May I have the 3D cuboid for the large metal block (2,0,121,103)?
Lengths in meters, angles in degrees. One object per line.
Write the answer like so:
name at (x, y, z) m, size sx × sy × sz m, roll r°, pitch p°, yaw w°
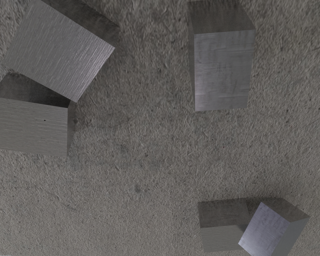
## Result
large metal block at (-0.098, -0.086, 0.317) m, size 0.080 × 0.050 × 0.080 m, roll 30°, pitch 124°, yaw -23°

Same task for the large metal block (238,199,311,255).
large metal block at (0.182, 0.163, 0.492) m, size 0.081 × 0.050 × 0.080 m, roll 8°, pitch 110°, yaw -45°

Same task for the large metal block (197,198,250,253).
large metal block at (0.111, 0.169, 0.535) m, size 0.080 × 0.050 × 0.080 m, roll -7°, pitch 130°, yaw 6°

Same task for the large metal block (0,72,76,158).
large metal block at (-0.148, -0.014, 0.377) m, size 0.081 × 0.050 × 0.079 m, roll 9°, pitch 130°, yaw -8°

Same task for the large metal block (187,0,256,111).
large metal block at (0.056, -0.074, 0.308) m, size 0.050 × 0.080 × 0.080 m, roll -4°, pitch 130°, yaw 3°
